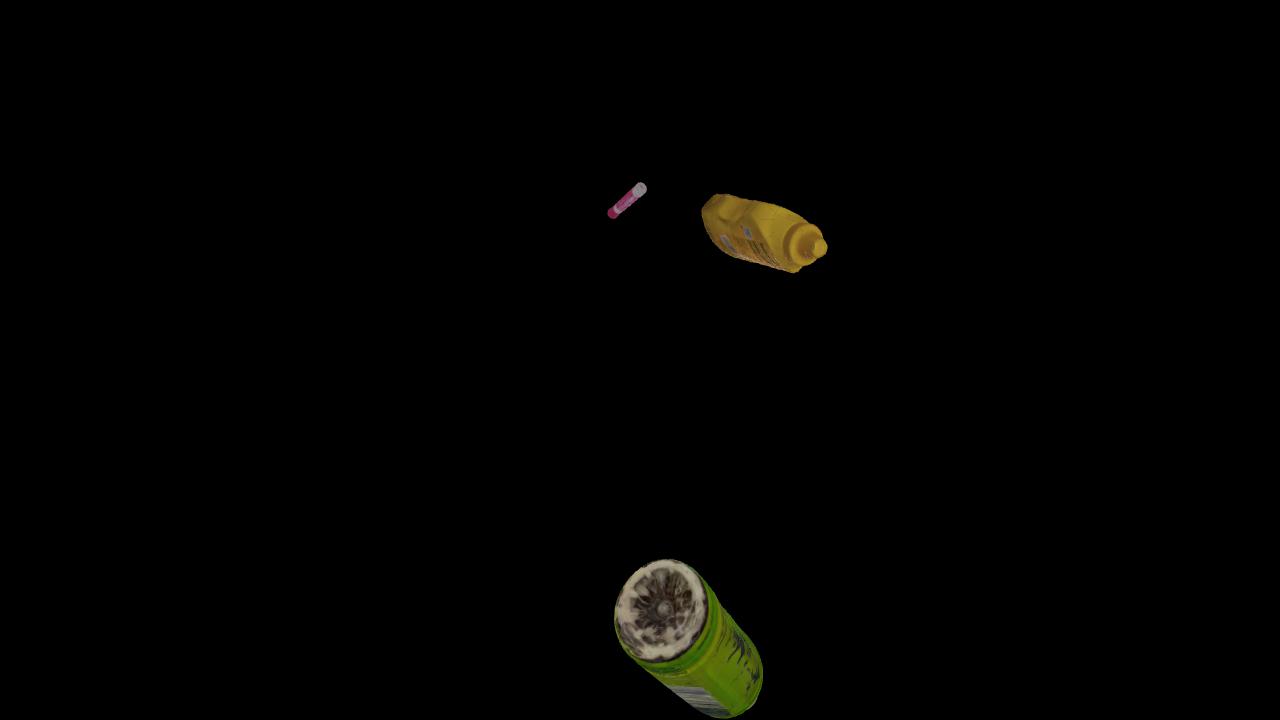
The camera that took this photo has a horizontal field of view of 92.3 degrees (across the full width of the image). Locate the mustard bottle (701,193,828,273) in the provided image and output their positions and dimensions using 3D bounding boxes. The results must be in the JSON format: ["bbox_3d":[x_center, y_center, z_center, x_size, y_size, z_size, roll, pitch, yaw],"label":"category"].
[{"bbox_3d":[0.140,-0.135,0.673,0.054,0.092,0.184,-42,28,-4],"label":"mustard bottle"}]

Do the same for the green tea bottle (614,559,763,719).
[{"bbox_3d":[0.050,0.226,0.470,0.073,0.073,0.212,0,-40,26],"label":"green tea bottle"}]

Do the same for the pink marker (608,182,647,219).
[{"bbox_3d":[-0.023,-0.253,0.985,0.020,0.020,0.121,0,-7,-25],"label":"pink marker"}]
